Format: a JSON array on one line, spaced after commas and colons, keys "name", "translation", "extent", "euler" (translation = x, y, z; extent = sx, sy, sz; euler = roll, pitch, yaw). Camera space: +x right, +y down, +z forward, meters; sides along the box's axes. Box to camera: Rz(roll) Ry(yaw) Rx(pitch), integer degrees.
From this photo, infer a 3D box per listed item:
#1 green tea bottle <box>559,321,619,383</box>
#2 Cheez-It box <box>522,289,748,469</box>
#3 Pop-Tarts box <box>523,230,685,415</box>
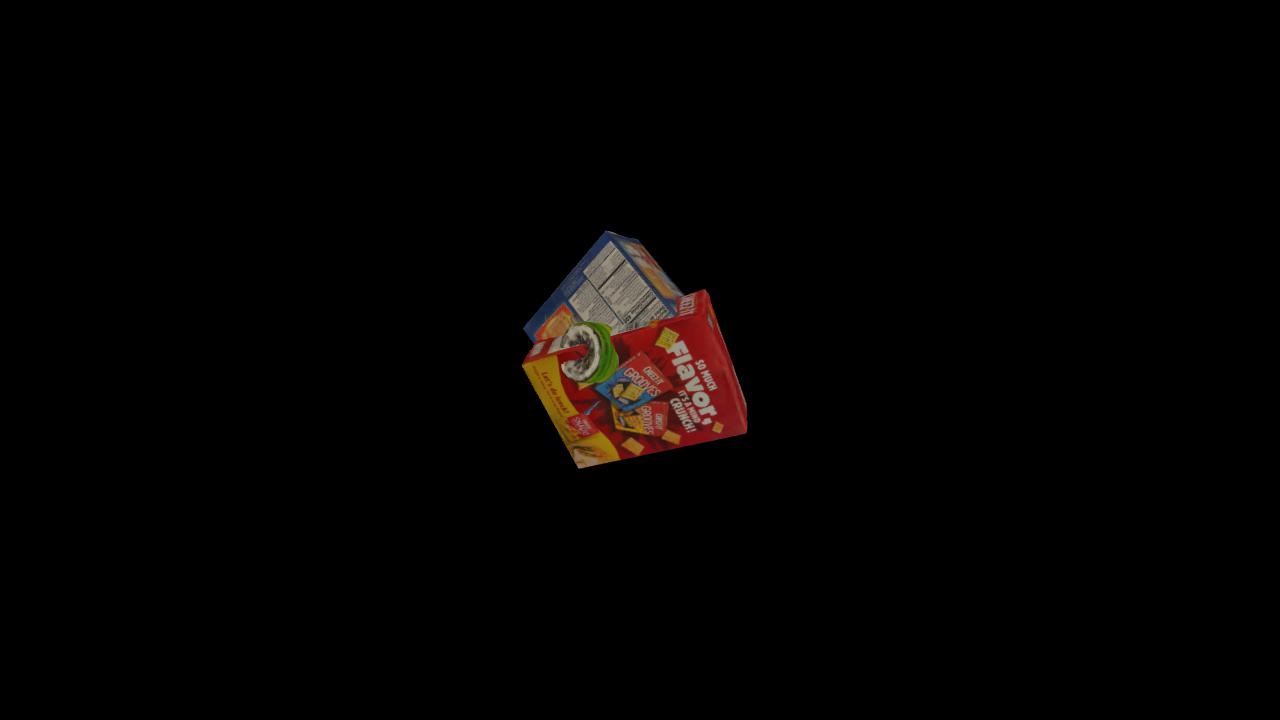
[{"name": "green tea bottle", "translation": [-0.002, -0.008, 0.754], "extent": [0.073, 0.073, 0.212], "euler": [0, 1, 38]}, {"name": "Cheez-It box", "translation": [-0.002, 0.029, 0.727], "extent": [0.223, 0.166, 0.071], "euler": [-15, 28, 17]}, {"name": "Pop-Tarts box", "translation": [-0.032, -0.042, 0.736], "extent": [0.167, 0.141, 0.083], "euler": [-46, -19, 24]}]
